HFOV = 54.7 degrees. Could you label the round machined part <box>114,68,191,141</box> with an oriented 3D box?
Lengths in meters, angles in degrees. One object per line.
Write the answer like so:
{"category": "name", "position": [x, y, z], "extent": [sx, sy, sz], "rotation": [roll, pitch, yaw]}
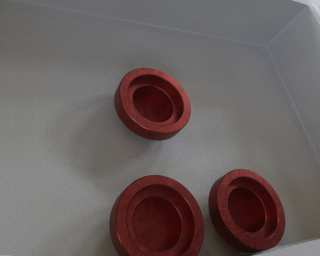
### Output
{"category": "round machined part", "position": [-0.013, -0.027, 0.404], "extent": [0.099, 0.042, 0.098], "rotation": [14, 56, -21]}

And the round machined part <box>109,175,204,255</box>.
{"category": "round machined part", "position": [-0.006, 0.103, 0.328], "extent": [0.099, 0.042, 0.098], "rotation": [14, 56, -21]}

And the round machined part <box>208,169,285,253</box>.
{"category": "round machined part", "position": [0.102, 0.104, 0.385], "extent": [0.099, 0.042, 0.098], "rotation": [14, 55, -20]}
